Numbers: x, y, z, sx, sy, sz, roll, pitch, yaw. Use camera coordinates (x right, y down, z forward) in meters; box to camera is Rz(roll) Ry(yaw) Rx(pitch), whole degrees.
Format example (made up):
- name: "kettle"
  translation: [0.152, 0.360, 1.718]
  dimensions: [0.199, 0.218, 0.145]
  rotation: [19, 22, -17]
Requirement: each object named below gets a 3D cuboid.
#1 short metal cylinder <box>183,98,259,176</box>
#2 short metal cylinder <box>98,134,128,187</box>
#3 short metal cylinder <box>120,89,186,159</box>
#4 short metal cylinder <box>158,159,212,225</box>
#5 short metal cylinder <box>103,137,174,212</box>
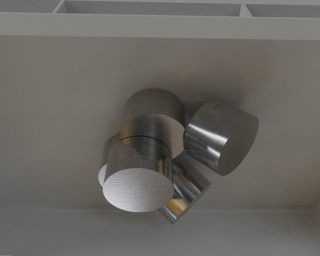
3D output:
- name: "short metal cylinder"
  translation: [0.074, 0.011, 0.374]
  dimensions: [0.081, 0.050, 0.079]
  rotation: [-32, 139, -33]
- name: "short metal cylinder"
  translation: [-0.042, 0.053, 0.436]
  dimensions: [0.081, 0.050, 0.079]
  rotation: [0, 130, 0]
- name: "short metal cylinder"
  translation: [-0.008, -0.002, 0.389]
  dimensions: [0.081, 0.050, 0.079]
  rotation: [0, 130, 0]
- name: "short metal cylinder"
  translation: [0.028, 0.090, 0.439]
  dimensions: [0.050, 0.081, 0.079]
  rotation: [43, 128, 17]
- name: "short metal cylinder"
  translation: [-0.024, 0.056, 0.371]
  dimensions: [0.081, 0.050, 0.079]
  rotation: [0, 130, 0]
